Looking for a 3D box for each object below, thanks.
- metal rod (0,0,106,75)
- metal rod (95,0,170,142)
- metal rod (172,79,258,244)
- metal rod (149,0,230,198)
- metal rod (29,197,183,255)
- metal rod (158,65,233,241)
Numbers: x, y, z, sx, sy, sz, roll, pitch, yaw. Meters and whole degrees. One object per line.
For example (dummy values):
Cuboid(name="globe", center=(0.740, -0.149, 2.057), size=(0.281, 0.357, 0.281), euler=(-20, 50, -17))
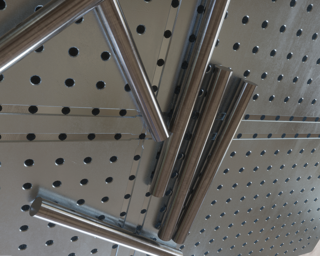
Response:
Cuboid(name="metal rod", center=(-0.123, -0.077, 0.275), size=(0.300, 0.025, 0.025), euler=(-34, 129, 3))
Cuboid(name="metal rod", center=(-0.043, -0.100, 0.325), size=(0.025, 0.025, 0.299), euler=(-30, 128, -9))
Cuboid(name="metal rod", center=(0.079, 0.066, 0.494), size=(0.025, 0.025, 0.298), euler=(6, 115, -31))
Cuboid(name="metal rod", center=(0.034, -0.034, 0.407), size=(0.025, 0.025, 0.298), euler=(2, 117, -29))
Cuboid(name="metal rod", center=(-0.061, 0.168, 0.480), size=(0.025, 0.025, 0.301), euler=(-48, 129, 6))
Cuboid(name="metal rod", center=(0.046, 0.052, 0.467), size=(0.025, 0.025, 0.298), euler=(2, 118, -29))
